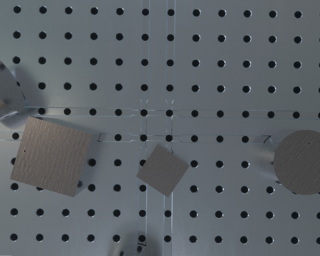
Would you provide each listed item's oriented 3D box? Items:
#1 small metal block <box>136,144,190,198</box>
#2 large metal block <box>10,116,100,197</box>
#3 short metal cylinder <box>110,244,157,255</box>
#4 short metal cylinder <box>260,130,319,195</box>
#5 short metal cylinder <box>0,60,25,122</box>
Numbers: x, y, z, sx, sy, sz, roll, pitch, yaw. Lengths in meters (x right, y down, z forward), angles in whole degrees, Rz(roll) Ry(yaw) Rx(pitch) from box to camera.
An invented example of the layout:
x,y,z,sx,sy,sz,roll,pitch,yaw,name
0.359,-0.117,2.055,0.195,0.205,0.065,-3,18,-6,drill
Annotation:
x,y,z,sx,sy,sz,roll,pitch,yaw,name
0.004,0.056,0.414,0.050,0.025,0.050,34,90,0,small metal block
-0.132,0.035,0.400,0.080,0.050,0.080,16,90,0,large metal block
-0.036,0.199,0.401,0.081,0.050,0.079,0,90,0,short metal cylinder
0.178,0.042,0.402,0.081,0.050,0.079,0,90,0,short metal cylinder
-0.215,-0.045,0.384,0.050,0.080,0.080,-25,90,0,short metal cylinder
